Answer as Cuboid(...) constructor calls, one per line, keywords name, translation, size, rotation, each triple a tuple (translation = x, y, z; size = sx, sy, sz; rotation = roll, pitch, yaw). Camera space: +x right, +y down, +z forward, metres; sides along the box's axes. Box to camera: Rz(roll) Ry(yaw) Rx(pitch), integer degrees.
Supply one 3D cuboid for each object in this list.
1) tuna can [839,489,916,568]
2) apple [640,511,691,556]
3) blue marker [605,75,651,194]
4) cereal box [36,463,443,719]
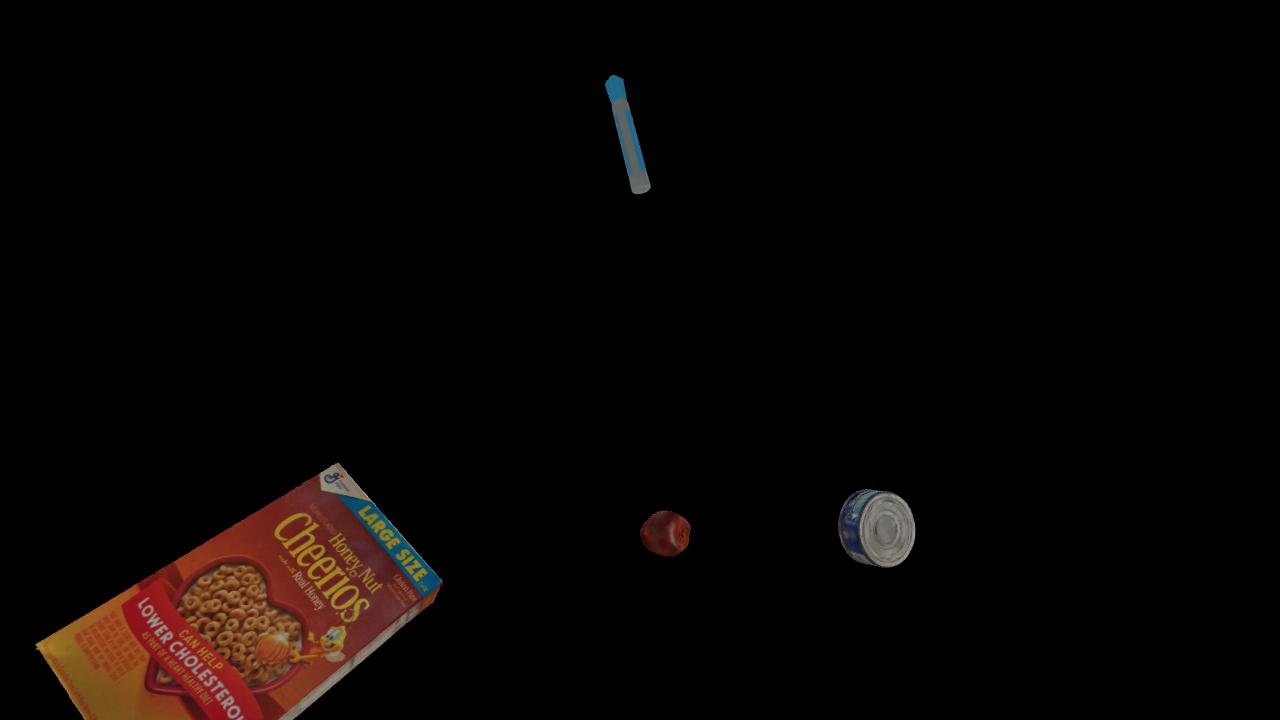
Cuboid(name="tuna can", translation=(0.267, 0.189, 0.690), size=(0.084, 0.084, 0.034), rotation=(0, -7, -22))
Cuboid(name="apple", translation=(0.044, 0.305, 1.082), size=(0.079, 0.079, 0.093), rotation=(0, -9, -45))
Cuboid(name="blue marker", translation=(-0.012, -0.218, 0.590), size=(0.020, 0.121, 0.020), rotation=(-13, -10, -2))
Cuboid(name="cereal box", translation=(-0.402, 0.276, 0.662), size=(0.306, 0.203, 0.081), rotation=(-36, -15, -39))
